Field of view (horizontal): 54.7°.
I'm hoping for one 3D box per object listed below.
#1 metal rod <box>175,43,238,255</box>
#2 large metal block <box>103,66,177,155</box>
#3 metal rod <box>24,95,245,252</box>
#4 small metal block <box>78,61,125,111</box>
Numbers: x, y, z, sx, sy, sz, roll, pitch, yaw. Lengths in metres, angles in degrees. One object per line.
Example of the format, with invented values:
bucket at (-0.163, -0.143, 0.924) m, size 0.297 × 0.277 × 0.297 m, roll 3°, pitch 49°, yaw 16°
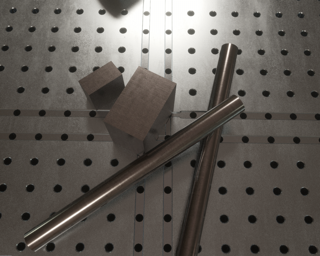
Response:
metal rod at (0.065, 0.019, 0.405) m, size 0.025 × 0.025 × 0.299 m, roll 14°, pitch 70°, yaw 4°
large metal block at (-0.022, -0.016, 0.388) m, size 0.050 × 0.080 × 0.080 m, roll 27°, pitch 72°, yaw 9°
metal rod at (-0.025, 0.051, 0.377) m, size 0.301 × 0.025 × 0.025 m, roll -33°, pitch 74°, yaw -6°
small metal block at (-0.076, -0.056, 0.418) m, size 0.050 × 0.050 × 0.025 m, roll -35°, pitch 74°, yaw -12°
